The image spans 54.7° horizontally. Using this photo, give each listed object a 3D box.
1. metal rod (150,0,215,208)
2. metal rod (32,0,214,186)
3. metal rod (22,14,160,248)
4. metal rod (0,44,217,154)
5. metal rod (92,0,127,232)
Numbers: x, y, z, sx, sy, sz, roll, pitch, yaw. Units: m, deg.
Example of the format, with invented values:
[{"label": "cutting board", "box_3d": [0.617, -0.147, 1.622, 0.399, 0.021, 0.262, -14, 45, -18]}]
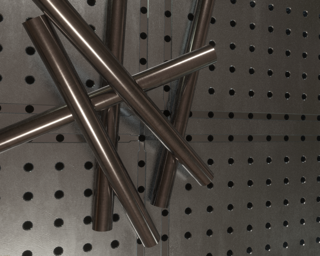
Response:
[{"label": "metal rod", "box_3d": [0.033, -0.041, 0.425, 0.025, 0.025, 0.298, 15, 85, -20]}, {"label": "metal rod", "box_3d": [-0.023, -0.029, 0.351, 0.025, 0.025, 0.300, -49, 121, -13]}, {"label": "metal rod", "box_3d": [-0.065, 0.022, 0.353, 0.025, 0.025, 0.299, -31, 114, -18]}, {"label": "metal rod", "box_3d": [-0.071, -0.032, 0.362, 0.302, 0.025, 0.025, -24, 99, -10]}, {"label": "metal rod", "box_3d": [-0.063, -0.023, 0.390, 0.025, 0.025, 0.298, 4, 89, -20]}]
